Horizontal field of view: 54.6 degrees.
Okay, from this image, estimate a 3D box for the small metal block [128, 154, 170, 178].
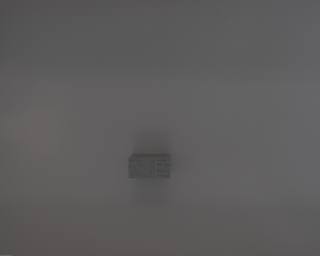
[{"bbox_3d":[-0.013,0.048,0.399,0.050,0.050,0.025,0,90,0],"label":"small metal block"}]
